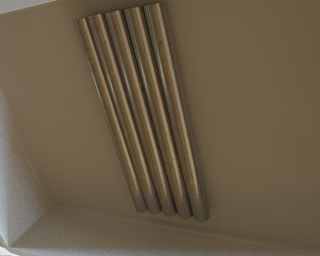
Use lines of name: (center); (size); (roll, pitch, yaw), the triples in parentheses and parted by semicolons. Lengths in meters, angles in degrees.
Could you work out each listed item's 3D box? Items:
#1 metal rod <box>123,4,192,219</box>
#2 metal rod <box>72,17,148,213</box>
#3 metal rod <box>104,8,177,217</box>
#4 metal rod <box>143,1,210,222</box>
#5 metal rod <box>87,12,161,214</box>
metal rod: (0.006, -0.002, 0.403); (0.025, 0.025, 0.298); (0, 119, 28)
metal rod: (-0.061, -0.002, 0.438); (0.025, 0.025, 0.298); (0, 119, 28)
metal rod: (-0.017, -0.003, 0.415); (0.025, 0.025, 0.298); (0, 119, 28)
metal rod: (0.028, -0.002, 0.391); (0.025, 0.025, 0.298); (0, 119, 28)
metal rod: (-0.040, -0.003, 0.426); (0.025, 0.025, 0.298); (0, 119, 28)
